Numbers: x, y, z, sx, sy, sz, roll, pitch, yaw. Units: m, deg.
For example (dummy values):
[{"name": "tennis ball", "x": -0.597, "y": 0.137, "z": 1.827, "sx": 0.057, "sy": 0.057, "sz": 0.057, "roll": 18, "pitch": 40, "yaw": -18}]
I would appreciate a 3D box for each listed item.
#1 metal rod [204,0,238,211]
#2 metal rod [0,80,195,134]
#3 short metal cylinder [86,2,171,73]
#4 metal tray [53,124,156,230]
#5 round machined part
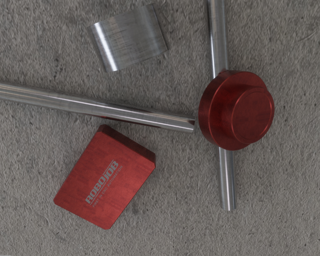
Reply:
[{"name": "metal rod", "x": 0.081, "y": -0.025, "z": 0.401, "sx": 0.025, "sy": 0.025, "sz": 0.298, "roll": -7, "pitch": 110, "yaw": 2}, {"name": "metal rod", "x": -0.105, "y": -0.031, "z": 0.397, "sx": 0.302, "sy": 0.025, "sz": 0.025, "roll": 10, "pitch": 110, "yaw": -4}, {"name": "short metal cylinder", "x": -0.034, "y": -0.100, "z": 0.343, "sx": 0.080, "sy": 0.080, "sz": 0.050, "roll": -18, "pitch": 109, "yaw": 6}, {"name": "metal tray", "x": -0.077, "y": 0.071, "z": 0.432, "sx": 0.090, "sy": 0.030, "sz": 0.129, "roll": 32, "pitch": 107, "yaw": -11}, {"name": "round machined part", "x": 0.098, "y": -0.019, "z": 0.372, "sx": 0.099, "sy": 0.042, "sz": 0.097, "roll": -9, "pitch": 108, "yaw": -29}]
